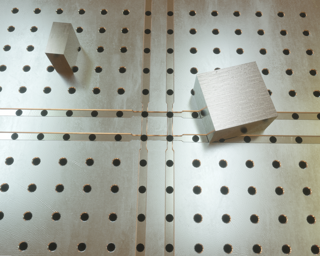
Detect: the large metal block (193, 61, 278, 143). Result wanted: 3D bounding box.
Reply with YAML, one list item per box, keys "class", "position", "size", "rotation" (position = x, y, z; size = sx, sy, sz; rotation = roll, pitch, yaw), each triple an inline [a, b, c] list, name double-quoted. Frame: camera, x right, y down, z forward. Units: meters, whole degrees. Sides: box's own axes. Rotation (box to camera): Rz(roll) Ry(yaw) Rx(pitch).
- class: "large metal block"
  position: [0.096, -0.034, 0.411]
  size: [0.081, 0.050, 0.080]
  rotation: [-13, 71, -5]

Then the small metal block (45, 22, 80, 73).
- class: "small metal block"
  position: [-0.136, -0.113, 0.439]
  size: [0.025, 0.050, 0.050]
  rotation: [6, 70, 2]
